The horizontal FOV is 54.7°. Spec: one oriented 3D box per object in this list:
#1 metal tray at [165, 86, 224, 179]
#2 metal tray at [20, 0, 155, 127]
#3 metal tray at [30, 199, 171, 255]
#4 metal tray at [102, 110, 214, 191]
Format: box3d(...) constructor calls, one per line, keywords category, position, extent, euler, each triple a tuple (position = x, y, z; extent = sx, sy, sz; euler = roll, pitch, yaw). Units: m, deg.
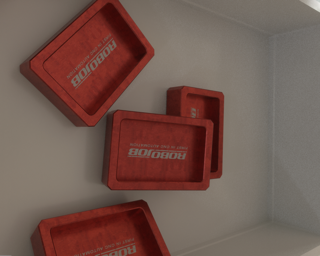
box3d(category="metal tray", position=(0.052, 0.009, 0.448), extent=(0.091, 0.030, 0.129), euler=(3, 88, -40))
box3d(category="metal tray", position=(-0.073, -0.076, 0.343), extent=(0.090, 0.030, 0.130), euler=(50, 60, -28))
box3d(category="metal tray", position=(-0.056, 0.131, 0.325), extent=(0.131, 0.030, 0.090), euler=(-1, 51, -40))
box3d(category="metal tray", position=(0.000, 0.029, 0.379), extent=(0.131, 0.030, 0.089), euler=(5, 87, -23))
